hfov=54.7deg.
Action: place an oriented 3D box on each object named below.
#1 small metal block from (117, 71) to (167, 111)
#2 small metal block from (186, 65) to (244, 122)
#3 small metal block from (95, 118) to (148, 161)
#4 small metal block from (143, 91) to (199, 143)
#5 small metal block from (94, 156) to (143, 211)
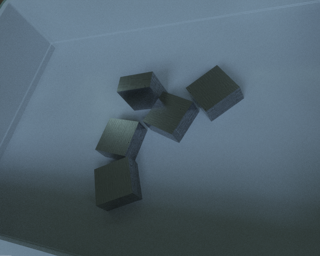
[{"bbox_3d":[-0.024,-0.050,0.431,0.050,0.050,0.025,-5,60,25],"label":"small metal block"},{"bbox_3d":[0.070,-0.045,0.396,0.050,0.025,0.050,-36,51,3],"label":"small metal block"},{"bbox_3d":[-0.052,0.016,0.422,0.050,0.025,0.050,8,66,31],"label":"small metal block"},{"bbox_3d":[0.015,-0.015,0.406,0.050,0.025,0.050,24,75,36],"label":"small metal block"},{"bbox_3d":[-0.053,0.070,0.389,0.050,0.025,0.050,-22,54,14],"label":"small metal block"}]
